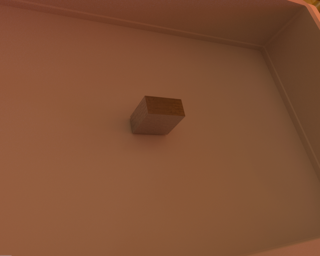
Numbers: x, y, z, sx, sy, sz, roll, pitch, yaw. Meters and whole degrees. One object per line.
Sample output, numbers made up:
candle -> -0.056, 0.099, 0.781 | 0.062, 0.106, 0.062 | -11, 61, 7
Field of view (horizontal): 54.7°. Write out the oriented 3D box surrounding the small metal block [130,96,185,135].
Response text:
small metal block -> -0.004, -0.015, 0.393 | 0.050, 0.050, 0.025 | 3, 60, -27
